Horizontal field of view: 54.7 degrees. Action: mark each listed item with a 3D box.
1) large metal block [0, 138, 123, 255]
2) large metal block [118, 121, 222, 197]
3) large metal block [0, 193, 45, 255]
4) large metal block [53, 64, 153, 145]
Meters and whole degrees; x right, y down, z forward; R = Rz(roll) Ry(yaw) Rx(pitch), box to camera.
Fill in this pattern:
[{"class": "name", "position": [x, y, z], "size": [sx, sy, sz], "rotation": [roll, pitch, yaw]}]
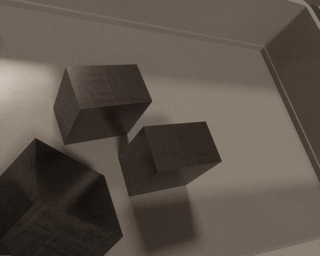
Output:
[{"class": "large metal block", "position": [-0.086, 0.066, 0.263], "size": [0.080, 0.050, 0.080], "rotation": [38, 10, -36]}, {"class": "large metal block", "position": [0.008, 0.036, 0.354], "size": [0.081, 0.080, 0.050], "rotation": [-5, 64, -31]}, {"class": "large metal block", "position": [-0.150, 0.081, 0.233], "size": [0.080, 0.050, 0.080], "rotation": [45, 8, 3]}, {"class": "large metal block", "position": [-0.068, -0.026, 0.351], "size": [0.081, 0.080, 0.050], "rotation": [-10, 67, -33]}]
